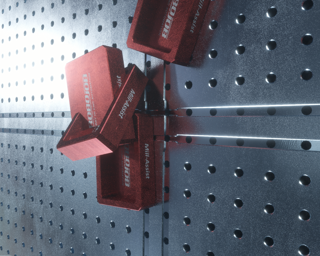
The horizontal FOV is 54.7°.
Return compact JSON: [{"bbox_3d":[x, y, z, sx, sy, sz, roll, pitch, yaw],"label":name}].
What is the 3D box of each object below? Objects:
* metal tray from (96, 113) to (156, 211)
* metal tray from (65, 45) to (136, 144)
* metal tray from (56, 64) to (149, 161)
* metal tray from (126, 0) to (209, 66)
[{"bbox_3d":[-0.052,0.046,0.446,0.090,0.030,0.129,-3,88,39],"label":"metal tray"},{"bbox_3d":[-0.085,-0.037,0.427,0.090,0.030,0.129,-13,84,38],"label":"metal tray"},{"bbox_3d":[-0.075,-0.022,0.416,0.090,0.030,0.130,-15,42,38],"label":"metal tray"},{"bbox_3d":[0.013,-0.154,0.393,0.090,0.030,0.129,28,107,36],"label":"metal tray"}]
